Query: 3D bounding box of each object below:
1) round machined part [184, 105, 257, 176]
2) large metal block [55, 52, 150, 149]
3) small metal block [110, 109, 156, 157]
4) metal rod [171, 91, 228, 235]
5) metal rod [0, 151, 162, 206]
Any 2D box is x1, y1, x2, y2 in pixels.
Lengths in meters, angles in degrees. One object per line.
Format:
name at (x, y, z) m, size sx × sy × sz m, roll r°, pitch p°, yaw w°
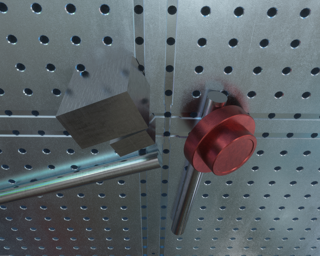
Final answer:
round machined part at (0.083, 0.023, 0.395) m, size 0.099 × 0.042 × 0.097 m, roll -21°, pitch 138°, yaw -20°
large metal block at (-0.059, -0.031, 0.348) m, size 0.080 × 0.080 × 0.050 m, roll -18°, pitch 128°, yaw 14°
small metal block at (-0.034, 0.004, 0.398) m, size 0.050 × 0.050 × 0.025 m, roll -22°, pitch 127°, yaw 17°
metal rod at (0.052, 0.074, 0.475) m, size 0.025 × 0.025 × 0.298 m, roll 5°, pitch 130°, yaw -5°
metal rod at (-0.143, 0.083, 0.479) m, size 0.301 × 0.025 × 0.025 m, roll -15°, pitch 129°, yaw 11°
